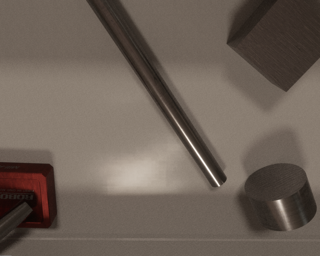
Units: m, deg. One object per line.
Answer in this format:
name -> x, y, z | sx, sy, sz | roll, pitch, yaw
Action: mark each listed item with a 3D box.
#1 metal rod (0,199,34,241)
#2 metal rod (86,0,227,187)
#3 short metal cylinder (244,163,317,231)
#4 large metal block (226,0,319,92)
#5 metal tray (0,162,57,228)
metal rod -> -0.282, 0.197, 0.360 | 0.302, 0.025, 0.025 | -42, 111, -32
metal rod -> 0.002, -0.042, 0.395 | 0.025, 0.025, 0.299 | -31, 108, 10
short metal cylinder -> 0.162, 0.091, 0.418 | 0.080, 0.080, 0.050 | -23, 109, 8
large metal block -> 0.140, -0.102, 0.362 | 0.080, 0.050, 0.080 | 37, 106, -13
metal tray -> -0.220, 0.095, 0.440 | 0.131, 0.030, 0.089 | 2, 110, -2
